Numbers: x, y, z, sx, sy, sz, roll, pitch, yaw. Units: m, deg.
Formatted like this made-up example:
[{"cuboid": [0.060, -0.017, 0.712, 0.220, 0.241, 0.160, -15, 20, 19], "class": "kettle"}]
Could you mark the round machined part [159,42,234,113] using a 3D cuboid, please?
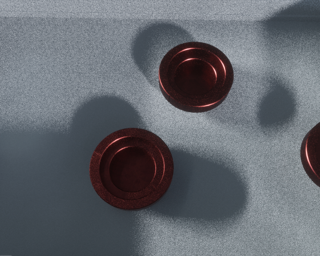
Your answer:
[{"cuboid": [0.047, -0.065, 0.425, 0.099, 0.042, 0.098, 0, 70, -1], "class": "round machined part"}]

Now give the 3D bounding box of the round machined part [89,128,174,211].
[{"cuboid": [-0.033, 0.052, 0.381, 0.099, 0.042, 0.098, 0, 70, -1], "class": "round machined part"}]

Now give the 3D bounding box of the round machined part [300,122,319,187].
[{"cuboid": [0.226, 0.037, 0.387, 0.099, 0.042, 0.098, -1, 70, 4], "class": "round machined part"}]
